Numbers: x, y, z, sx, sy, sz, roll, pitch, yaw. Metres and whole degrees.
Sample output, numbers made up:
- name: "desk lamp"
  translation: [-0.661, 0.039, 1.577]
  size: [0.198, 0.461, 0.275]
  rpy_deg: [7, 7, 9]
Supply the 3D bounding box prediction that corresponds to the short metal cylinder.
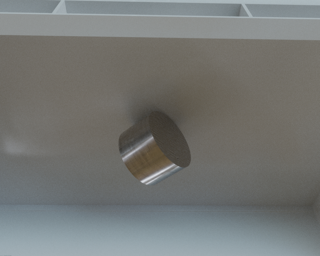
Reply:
- name: "short metal cylinder"
  translation: [-0.006, 0.025, 0.391]
  size: [0.050, 0.080, 0.080]
  rpy_deg: [-34, 123, 25]
